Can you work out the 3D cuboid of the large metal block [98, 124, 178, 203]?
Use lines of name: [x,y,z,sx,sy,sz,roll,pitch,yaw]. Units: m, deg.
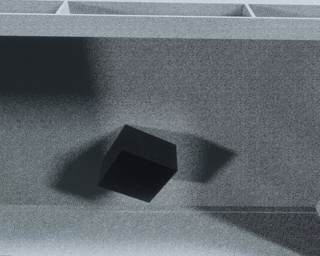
large metal block: [-0.031,0.052,0.436,0.080,0.050,0.080,23,126,-19]
